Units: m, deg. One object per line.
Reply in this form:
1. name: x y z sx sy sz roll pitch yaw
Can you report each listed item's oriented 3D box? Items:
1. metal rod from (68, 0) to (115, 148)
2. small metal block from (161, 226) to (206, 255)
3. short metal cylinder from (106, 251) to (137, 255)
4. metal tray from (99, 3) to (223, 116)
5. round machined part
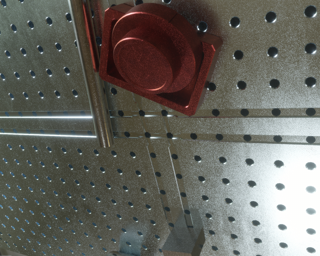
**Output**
1. metal rod: -0.092 -0.107 0.391 0.025 0.025 0.298 9 122 23
2. small metal block: 0.038 0.184 0.488 0.050 0.050 0.025 -5 116 30
3. short metal cylinder: -0.075 0.280 0.586 0.050 0.080 0.080 0 119 28
4. metal tray: -0.005 -0.079 0.360 0.130 0.030 0.089 24 127 13
5. round machined part: -0.009 -0.074 0.324 0.098 0.042 0.097 21 143 17
